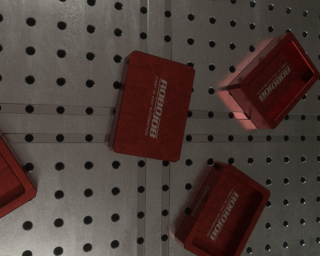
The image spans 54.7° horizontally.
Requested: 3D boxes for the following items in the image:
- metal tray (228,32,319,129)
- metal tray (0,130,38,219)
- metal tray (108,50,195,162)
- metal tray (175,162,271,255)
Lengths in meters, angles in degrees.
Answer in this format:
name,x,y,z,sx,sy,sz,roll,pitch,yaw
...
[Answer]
name,x,y,z,sx,sy,sz,roll,pitch,yaw
metal tray,0.178,-0.072,0.477,0.130,0.030,0.090,-45,104,-15
metal tray,-0.207,0.041,0.333,0.091,0.030,0.130,-32,101,-17
metal tray,-0.010,-0.026,0.407,0.091,0.030,0.129,12,86,-20
metal tray,0.092,0.126,0.445,0.090,0.030,0.130,34,79,-17
